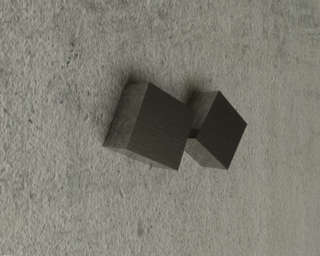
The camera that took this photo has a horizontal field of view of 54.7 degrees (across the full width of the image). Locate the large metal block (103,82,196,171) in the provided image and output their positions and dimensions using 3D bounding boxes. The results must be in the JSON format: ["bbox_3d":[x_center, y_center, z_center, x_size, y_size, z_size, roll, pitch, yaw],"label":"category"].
[{"bbox_3d":[-0.011,0.000,0.379,0.080,0.050,0.080,28,73,-37],"label":"large metal block"}]

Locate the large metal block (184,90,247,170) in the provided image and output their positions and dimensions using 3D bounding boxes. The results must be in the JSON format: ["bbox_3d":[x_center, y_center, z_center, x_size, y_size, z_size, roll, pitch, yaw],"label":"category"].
[{"bbox_3d":[0.072,0.004,0.448,0.080,0.050,0.080,43,64,-32],"label":"large metal block"}]
